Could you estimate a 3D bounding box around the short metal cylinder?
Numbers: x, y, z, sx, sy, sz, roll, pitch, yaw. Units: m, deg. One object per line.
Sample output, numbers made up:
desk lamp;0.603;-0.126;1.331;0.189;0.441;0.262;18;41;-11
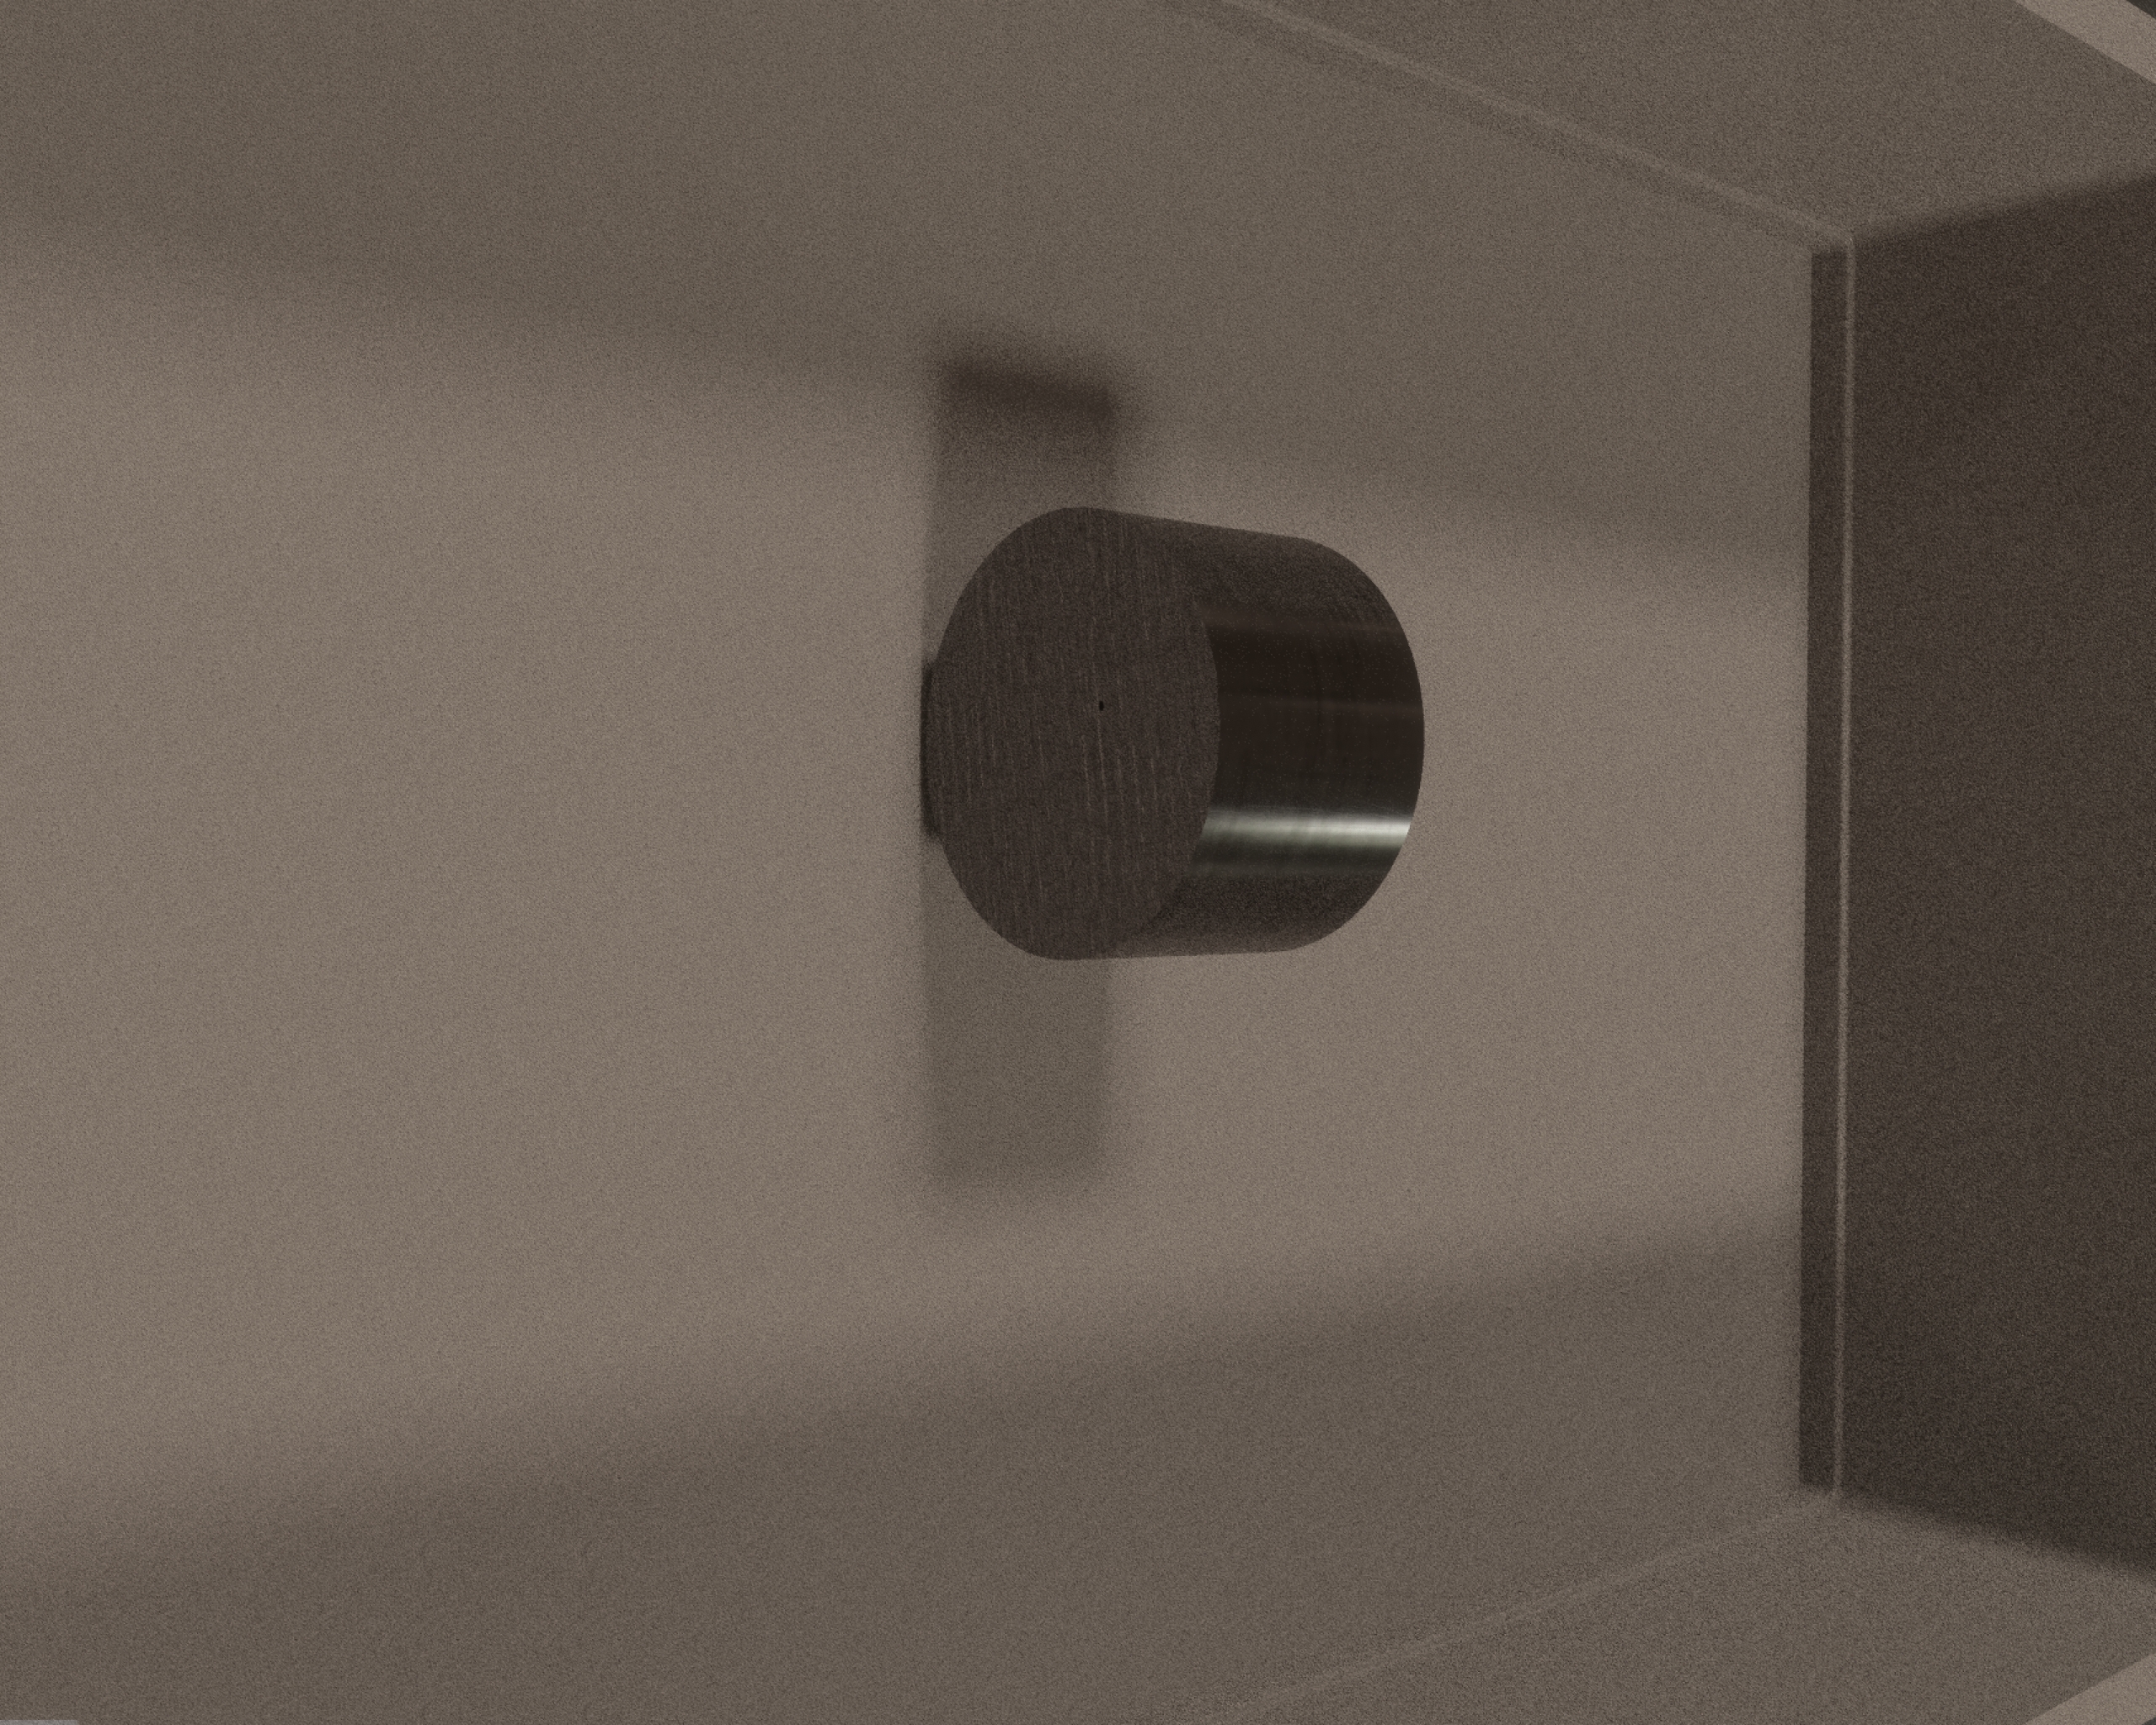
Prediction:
short metal cylinder;0.016;-0.023;0.383;0.050;0.080;0.079;0;90;-40
